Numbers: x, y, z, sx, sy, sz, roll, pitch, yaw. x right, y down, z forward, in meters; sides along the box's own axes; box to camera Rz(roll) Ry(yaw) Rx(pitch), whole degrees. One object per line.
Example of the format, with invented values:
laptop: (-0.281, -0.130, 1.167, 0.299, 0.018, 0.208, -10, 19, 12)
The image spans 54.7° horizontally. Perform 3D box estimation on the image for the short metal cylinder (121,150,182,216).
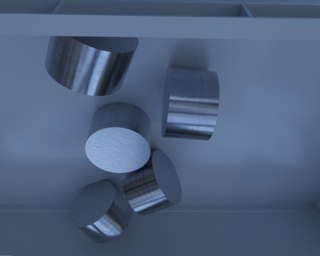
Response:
short metal cylinder: (-0.011, 0.077, 0.439, 0.050, 0.080, 0.080, -25, 126, 19)

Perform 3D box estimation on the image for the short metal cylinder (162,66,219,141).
short metal cylinder: (0.031, -0.027, 0.351, 0.050, 0.080, 0.079, 5, 130, -5)

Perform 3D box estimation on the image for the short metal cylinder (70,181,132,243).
short metal cylinder: (-0.091, 0.129, 0.482, 0.080, 0.080, 0.050, -21, 127, 16)

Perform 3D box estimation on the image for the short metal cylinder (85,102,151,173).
short metal cylinder: (-0.052, 0.013, 0.403, 0.081, 0.050, 0.079, 0, 130, 0)

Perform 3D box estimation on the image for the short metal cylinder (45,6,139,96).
short metal cylinder: (-0.068, -0.077, 0.307, 0.081, 0.080, 0.050, 17, 128, -15)
